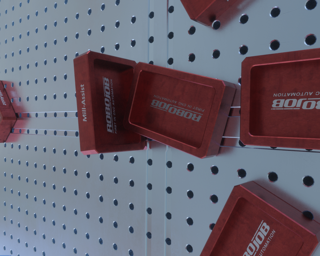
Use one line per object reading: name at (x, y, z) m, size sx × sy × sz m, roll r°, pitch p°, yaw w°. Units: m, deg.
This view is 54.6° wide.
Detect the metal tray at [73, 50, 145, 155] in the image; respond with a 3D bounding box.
metal tray at (-0.067, -0.031, 0.423) m, size 0.030 × 0.091 × 0.129 m, roll -10°, pitch 84°, yaw 40°

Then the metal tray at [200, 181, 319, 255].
metal tray at (0.097, 0.134, 0.326) m, size 0.090 × 0.030 × 0.129 m, roll 33°, pitch 111°, yaw 35°

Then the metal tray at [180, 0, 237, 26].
metal tray at (0.072, -0.193, 0.347) m, size 0.130 × 0.030 × 0.090 m, roll -37°, pitch 67°, yaw 34°

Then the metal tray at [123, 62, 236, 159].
metal tray at (0.018, -0.025, 0.384) m, size 0.130 × 0.030 × 0.089 m, roll 20°, pitch 101°, yaw 34°

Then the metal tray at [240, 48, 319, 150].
metal tray at (0.142, -0.026, 0.288) m, size 0.130 × 0.030 × 0.090 m, roll 2°, pitch 91°, yaw 40°

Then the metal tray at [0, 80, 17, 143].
metal tray at (-0.386, -0.040, 0.727) m, size 0.090 × 0.030 × 0.130 m, roll -49°, pitch 61°, yaw 29°
